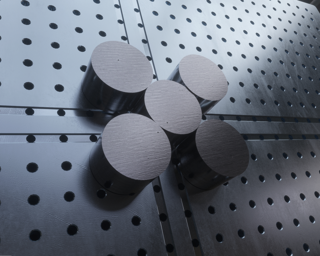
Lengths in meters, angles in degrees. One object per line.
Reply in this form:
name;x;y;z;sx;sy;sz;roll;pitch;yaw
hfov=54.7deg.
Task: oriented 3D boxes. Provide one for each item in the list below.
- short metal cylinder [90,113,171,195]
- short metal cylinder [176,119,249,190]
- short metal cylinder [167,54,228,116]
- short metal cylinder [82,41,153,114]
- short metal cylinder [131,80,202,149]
short metal cylinder;-0.034;0.030;0.355;0.081;0.050;0.080;14;56;-21
short metal cylinder;0.069;0.035;0.409;0.081;0.050;0.080;14;56;-21
short metal cylinder;0.052;-0.061;0.456;0.081;0.050;0.080;14;56;-21
short metal cylinder;-0.056;-0.065;0.402;0.081;0.050;0.080;14;56;-21
short metal cylinder;0.007;-0.016;0.407;0.081;0.050;0.080;14;56;-21
